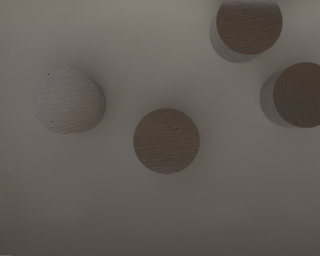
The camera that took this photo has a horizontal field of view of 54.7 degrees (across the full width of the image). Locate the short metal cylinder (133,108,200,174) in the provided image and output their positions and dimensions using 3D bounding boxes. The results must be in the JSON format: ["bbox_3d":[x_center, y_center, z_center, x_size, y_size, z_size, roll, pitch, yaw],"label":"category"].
[{"bbox_3d":[0.008,0.016,0.399,0.081,0.050,0.080,0,90,0],"label":"short metal cylinder"}]

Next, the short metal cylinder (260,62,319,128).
[{"bbox_3d":[0.177,-0.040,0.400,0.081,0.050,0.080,0,90,0],"label":"short metal cylinder"}]

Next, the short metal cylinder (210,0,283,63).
[{"bbox_3d":[0.108,-0.129,0.399,0.081,0.050,0.080,0,90,0],"label":"short metal cylinder"}]

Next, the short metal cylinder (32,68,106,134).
[{"bbox_3d":[-0.114,-0.032,0.398,0.081,0.050,0.080,0,90,0],"label":"short metal cylinder"}]
